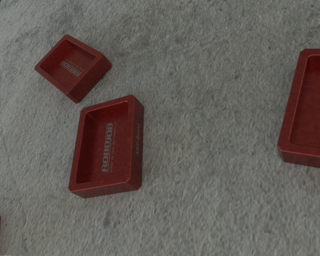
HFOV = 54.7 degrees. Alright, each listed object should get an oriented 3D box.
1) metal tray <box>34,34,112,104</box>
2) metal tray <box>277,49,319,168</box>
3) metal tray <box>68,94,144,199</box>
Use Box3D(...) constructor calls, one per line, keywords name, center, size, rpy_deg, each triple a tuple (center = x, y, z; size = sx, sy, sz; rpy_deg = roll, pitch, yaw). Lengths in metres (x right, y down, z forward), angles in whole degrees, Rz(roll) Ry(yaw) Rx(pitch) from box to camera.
Box3D(name="metal tray", center=(-0.156, -0.108, 0.545), size=(0.130, 0.030, 0.090), rpy_deg=(34, 81, 38))
Box3D(name="metal tray", center=(0.182, -0.022, 0.318), size=(0.090, 0.030, 0.130), rpy_deg=(9, 66, 31))
Box3D(name="metal tray", center=(-0.070, 0.024, 0.421), size=(0.090, 0.030, 0.130), rpy_deg=(-13, 56, 20))
